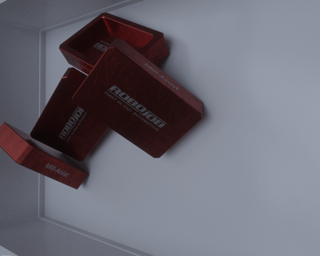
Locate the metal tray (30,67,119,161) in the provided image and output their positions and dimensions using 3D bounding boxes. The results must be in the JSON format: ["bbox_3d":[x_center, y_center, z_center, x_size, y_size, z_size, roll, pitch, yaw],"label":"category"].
[{"bbox_3d":[-0.125,-0.015,0.463,0.129,0.090,0.030,-48,21,31],"label":"metal tray"}]

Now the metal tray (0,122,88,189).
[{"bbox_3d":[-0.185,0.046,0.489,0.090,0.130,0.030,28,79,36],"label":"metal tray"}]

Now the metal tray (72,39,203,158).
[{"bbox_3d":[-0.025,-0.030,0.370,0.130,0.030,0.090,36,121,-15],"label":"metal tray"}]

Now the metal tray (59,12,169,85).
[{"bbox_3d":[-0.064,-0.107,0.420,0.130,0.030,0.090,32,68,35],"label":"metal tray"}]
